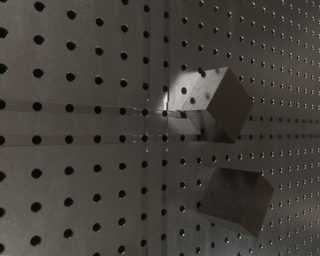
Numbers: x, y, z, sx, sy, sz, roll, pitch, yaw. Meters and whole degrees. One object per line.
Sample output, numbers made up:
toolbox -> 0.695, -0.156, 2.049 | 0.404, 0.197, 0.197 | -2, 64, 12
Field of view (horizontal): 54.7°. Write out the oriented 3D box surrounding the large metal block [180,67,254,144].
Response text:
large metal block -> 0.089, -0.033, 0.470 | 0.080, 0.050, 0.080 | 45, 63, -31

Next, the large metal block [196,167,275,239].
large metal block -> 0.115, 0.111, 0.473 | 0.050, 0.080, 0.080 | 44, 64, -32
